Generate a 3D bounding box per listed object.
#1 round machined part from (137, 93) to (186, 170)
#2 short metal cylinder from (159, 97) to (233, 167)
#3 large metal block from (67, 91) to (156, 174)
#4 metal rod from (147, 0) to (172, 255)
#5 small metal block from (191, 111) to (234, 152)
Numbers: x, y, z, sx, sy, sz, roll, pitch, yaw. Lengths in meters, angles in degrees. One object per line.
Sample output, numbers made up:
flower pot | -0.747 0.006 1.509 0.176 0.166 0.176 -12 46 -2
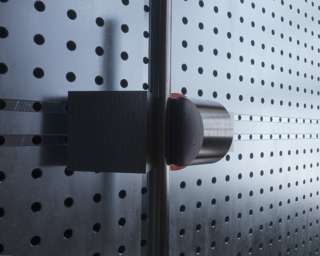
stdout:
round machined part | 0.008 0.004 0.405 0.099 0.042 0.097 0 90 -40
short metal cylinder | 0.039 0.004 0.369 0.050 0.080 0.079 1 90 -40
large metal block | -0.049 0.004 0.327 0.050 0.080 0.079 4 87 -81
metal rod | 0.000 -0.003 0.357 0.025 0.025 0.298 1 89 -40
small metal block | 0.066 0.004 0.396 0.025 0.050 0.050 2 89 -40
